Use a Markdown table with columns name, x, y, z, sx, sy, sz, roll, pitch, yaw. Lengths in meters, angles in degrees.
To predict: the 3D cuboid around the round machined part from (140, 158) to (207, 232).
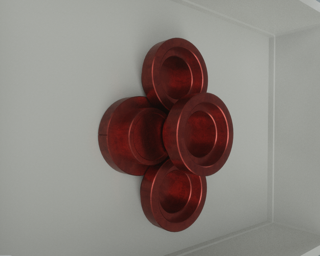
| name | x | y | z | sx | sy | sz | roll | pitch | yaw |
| --- | --- | --- | --- | --- | --- | --- | --- | --- | --- |
| round machined part | 0.013 | 0.082 | 0.406 | 0.099 | 0.042 | 0.097 | 0 | 90 | -40 |

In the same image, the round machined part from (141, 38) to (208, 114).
| name | x | y | z | sx | sy | sz | roll | pitch | yaw |
| --- | --- | --- | --- | --- | --- | --- | --- | --- | --- |
| round machined part | 0.015 | -0.065 | 0.407 | 0.099 | 0.042 | 0.097 | 0 | 90 | -40 |

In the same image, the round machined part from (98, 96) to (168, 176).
| name | x | y | z | sx | sy | sz | roll | pitch | yaw |
| --- | --- | --- | --- | --- | --- | --- | --- | --- | --- |
| round machined part | -0.021 | 0.010 | 0.377 | 0.099 | 0.042 | 0.097 | 0 | 90 | -40 |

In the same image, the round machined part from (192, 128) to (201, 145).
| name | x | y | z | sx | sy | sz | roll | pitch | yaw |
| --- | --- | --- | --- | --- | --- | --- | --- | --- | --- |
| round machined part | 0.055 | 0.013 | 0.441 | 0.099 | 0.042 | 0.097 | 0 | 90 | -40 |

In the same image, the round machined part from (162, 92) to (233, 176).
| name | x | y | z | sx | sy | sz | roll | pitch | yaw |
| --- | --- | --- | --- | --- | --- | --- | --- | --- | --- |
| round machined part | 0.042 | 0.007 | 0.375 | 0.099 | 0.042 | 0.097 | 0 | 90 | -40 |
